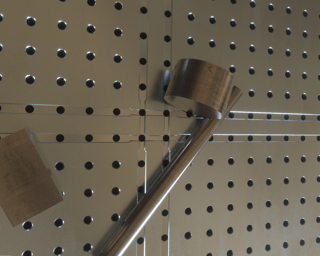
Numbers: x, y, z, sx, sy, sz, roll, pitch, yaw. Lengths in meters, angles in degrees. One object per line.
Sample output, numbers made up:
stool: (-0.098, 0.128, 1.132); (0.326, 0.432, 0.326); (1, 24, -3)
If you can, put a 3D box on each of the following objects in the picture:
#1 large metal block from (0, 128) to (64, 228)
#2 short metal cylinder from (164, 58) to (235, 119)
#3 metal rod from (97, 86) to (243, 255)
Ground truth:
large metal block: (-0.147, 0.047, 0.329); (0.050, 0.080, 0.080); (-28, 100, -18)
short metal cylinder: (0.051, -0.049, 0.404); (0.080, 0.080, 0.050); (22, 83, -19)
metal rod: (0.019, 0.059, 0.420); (0.025, 0.025, 0.300); (43, 76, -16)
